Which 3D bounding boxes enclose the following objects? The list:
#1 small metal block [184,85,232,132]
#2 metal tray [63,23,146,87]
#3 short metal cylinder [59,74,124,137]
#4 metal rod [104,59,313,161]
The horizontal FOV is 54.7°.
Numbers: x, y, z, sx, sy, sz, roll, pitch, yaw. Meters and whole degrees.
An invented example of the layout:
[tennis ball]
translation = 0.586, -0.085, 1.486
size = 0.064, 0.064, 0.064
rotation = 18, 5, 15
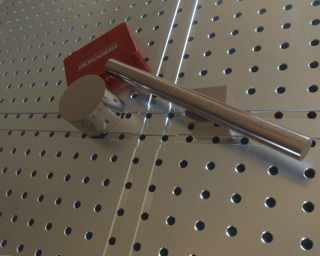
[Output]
[small metal block]
translation = 0.061, -0.024, 0.390
size = 0.050, 0.025, 0.050
rotation = -3, 60, 26
[metal tray]
translation = -0.097, -0.112, 0.523
size = 0.130, 0.030, 0.090
rotation = -28, 52, 9
[short metal cylinder]
translation = -0.103, -0.033, 0.464
size = 0.080, 0.050, 0.080
rotation = -13, 56, 20
[metal rod]
translation = 0.031, -0.037, 0.381
size = 0.300, 0.025, 0.025
rotation = 28, 77, 37
